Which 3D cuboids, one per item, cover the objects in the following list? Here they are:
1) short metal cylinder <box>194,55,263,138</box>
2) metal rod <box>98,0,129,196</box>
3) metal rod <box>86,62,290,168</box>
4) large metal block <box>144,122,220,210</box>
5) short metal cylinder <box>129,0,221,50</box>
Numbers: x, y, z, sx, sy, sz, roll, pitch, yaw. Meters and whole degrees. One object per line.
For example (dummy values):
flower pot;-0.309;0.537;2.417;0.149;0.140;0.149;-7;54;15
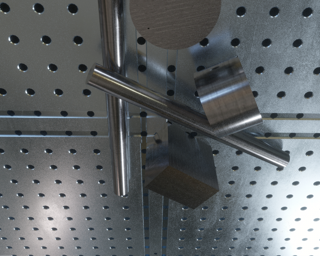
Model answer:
short metal cylinder;0.077;-0.034;0.347;0.050;0.080;0.080;-21;127;16
metal rod;-0.055;-0.015;0.397;0.025;0.025;0.298;2;130;-2
metal rod;0.053;-0.005;0.388;0.302;0.025;0.025;22;127;-25
large metal block;0.028;0.051;0.419;0.080;0.080;0.050;29;124;-23
short metal cylinder;0.013;-0.122;0.292;0.081;0.050;0.079;0;130;0
